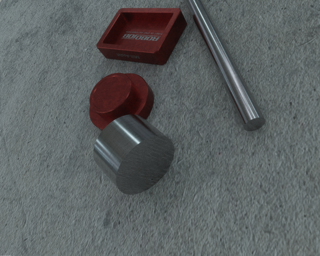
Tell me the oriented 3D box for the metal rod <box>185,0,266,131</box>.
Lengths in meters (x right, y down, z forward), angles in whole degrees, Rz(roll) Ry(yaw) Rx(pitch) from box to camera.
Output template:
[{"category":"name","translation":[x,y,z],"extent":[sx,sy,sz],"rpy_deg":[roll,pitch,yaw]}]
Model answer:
[{"category":"metal rod","translation":[0.076,-0.121,0.437],"extent":[0.025,0.025,0.299],"rpy_deg":[-24,53,13]}]

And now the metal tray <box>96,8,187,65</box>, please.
[{"category":"metal tray","translation":[-0.032,-0.154,0.509],"extent":[0.130,0.030,0.090],"rpy_deg":[15,69,33]}]

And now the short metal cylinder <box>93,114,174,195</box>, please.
[{"category":"short metal cylinder","translation":[-0.030,0.031,0.364],"extent":[0.080,0.080,0.050],"rpy_deg":[-47,52,-5]}]

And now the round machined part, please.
[{"category":"round machined part","translation":[-0.062,-0.041,0.449],"extent":[0.098,0.042,0.098],"rpy_deg":[-13,56,20]}]
